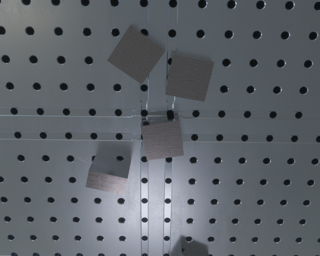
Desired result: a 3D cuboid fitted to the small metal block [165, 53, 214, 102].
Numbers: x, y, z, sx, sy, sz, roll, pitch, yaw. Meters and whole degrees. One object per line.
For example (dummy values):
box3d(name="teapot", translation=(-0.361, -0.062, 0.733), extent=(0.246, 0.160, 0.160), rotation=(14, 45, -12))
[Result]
box3d(name="small metal block", translation=(0.036, -0.064, 0.390), extent=(0.050, 0.025, 0.050), rotation=(10, 110, -4))

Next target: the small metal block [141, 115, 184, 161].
box3d(name="small metal block", translation=(0.004, 0.013, 0.418), extent=(0.050, 0.025, 0.050), rotation=(-8, 110, 3))

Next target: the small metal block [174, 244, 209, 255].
box3d(name="small metal block", translation=(0.045, 0.220, 0.495), extent=(0.050, 0.025, 0.050), rotation=(24, 108, -9))

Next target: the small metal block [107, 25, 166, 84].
box3d(name="small metal block", translation=(-0.028, -0.090, 0.380), extent=(0.050, 0.025, 0.050), rotation=(34, 107, -12))

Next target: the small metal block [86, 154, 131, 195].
box3d(name="small metal block", translation=(-0.069, 0.062, 0.422), extent=(0.050, 0.050, 0.025), rotation=(13, 110, -5))
